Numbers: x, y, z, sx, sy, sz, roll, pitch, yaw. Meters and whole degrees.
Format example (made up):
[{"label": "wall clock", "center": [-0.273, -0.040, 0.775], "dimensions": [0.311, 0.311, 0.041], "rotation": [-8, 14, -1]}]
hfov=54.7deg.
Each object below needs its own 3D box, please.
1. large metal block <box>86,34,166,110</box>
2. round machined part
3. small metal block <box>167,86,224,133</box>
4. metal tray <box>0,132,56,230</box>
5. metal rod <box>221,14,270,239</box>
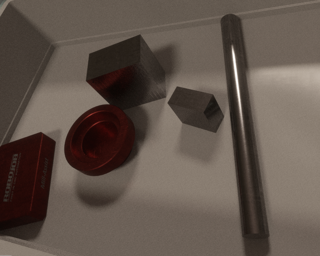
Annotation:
[{"label": "large metal block", "center": [-0.045, -0.074, 0.438], "dimensions": [0.080, 0.080, 0.050], "rotation": [-15, 56, 19]}, {"label": "round machined part", "center": [-0.076, 0.020, 0.421], "dimensions": [0.098, 0.042, 0.098], "rotation": [-13, 56, 20]}, {"label": "small metal block", "center": [0.045, -0.022, 0.379], "dimensions": [0.050, 0.050, 0.025], "rotation": [18, 72, 34]}, {"label": "metal tray", "center": [-0.208, 0.078, 0.462], "dimensions": [0.090, 0.030, 0.130], "rotation": [-17, 55, 18]}, {"label": "metal rod", "center": [0.096, -0.026, 0.370], "dimensions": [0.025, 0.025, 0.299], "rotation": [-12, 57, 22]}]
